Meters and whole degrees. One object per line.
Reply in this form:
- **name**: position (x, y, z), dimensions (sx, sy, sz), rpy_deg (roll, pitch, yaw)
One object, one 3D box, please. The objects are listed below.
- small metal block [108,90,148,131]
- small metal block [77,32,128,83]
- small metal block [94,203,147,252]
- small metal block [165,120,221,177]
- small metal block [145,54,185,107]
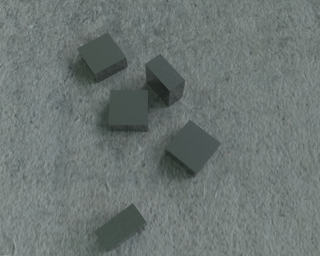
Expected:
- **small metal block**: position (-0.041, -0.023, 0.416), dimensions (0.050, 0.025, 0.050), rpy_deg (0, 70, 0)
- **small metal block**: position (-0.082, -0.101, 0.444), dimensions (0.050, 0.025, 0.050), rpy_deg (-32, 73, -11)
- **small metal block**: position (-0.042, 0.114, 0.353), dimensions (0.050, 0.050, 0.025), rpy_deg (-35, 74, -12)
- **small metal block**: position (0.042, 0.026, 0.399), dimensions (0.050, 0.025, 0.050), rpy_deg (38, 74, 12)
- **small metal block**: position (0.006, -0.063, 0.418), dimensions (0.025, 0.050, 0.050), rpy_deg (-37, 75, -12)
